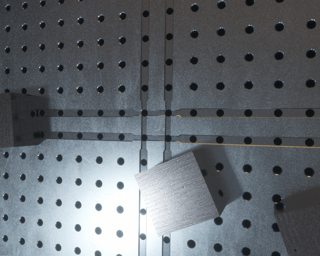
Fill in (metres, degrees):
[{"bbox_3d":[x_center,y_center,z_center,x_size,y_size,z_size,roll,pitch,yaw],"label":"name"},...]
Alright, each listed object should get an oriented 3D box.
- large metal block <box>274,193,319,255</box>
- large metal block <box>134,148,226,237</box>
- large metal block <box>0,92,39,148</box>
[{"bbox_3d":[0.178,0.117,0.337,0.080,0.050,0.080,-20,84,18],"label":"large metal block"},{"bbox_3d":[0.026,0.079,0.389,0.080,0.050,0.080,-25,82,18],"label":"large metal block"},{"bbox_3d":[-0.242,-0.009,0.483,0.080,0.050,0.080,-5,89,19],"label":"large metal block"}]
